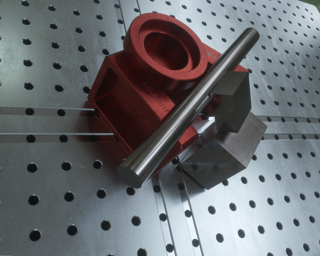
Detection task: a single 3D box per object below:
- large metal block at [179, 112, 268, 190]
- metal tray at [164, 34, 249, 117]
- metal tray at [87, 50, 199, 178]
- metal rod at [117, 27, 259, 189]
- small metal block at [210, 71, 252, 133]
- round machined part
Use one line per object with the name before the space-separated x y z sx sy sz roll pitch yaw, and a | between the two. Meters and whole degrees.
large metal block | 0.081 0.023 0.400 0.050 0.080 0.080 42 51 0
metal tray | 0.046 -0.075 0.438 0.131 0.090 0.030 28 53 -11
metal tray | -0.025 -0.014 0.362 0.030 0.090 0.130 -33 81 -38
metal rod | 0.053 -0.046 0.350 0.025 0.025 0.301 42 51 0
small metal block | 0.082 -0.030 0.352 0.025 0.050 0.050 9 42 32
round machined part | 0.003 -0.084 0.363 0.099 0.042 0.098 14 56 -21
